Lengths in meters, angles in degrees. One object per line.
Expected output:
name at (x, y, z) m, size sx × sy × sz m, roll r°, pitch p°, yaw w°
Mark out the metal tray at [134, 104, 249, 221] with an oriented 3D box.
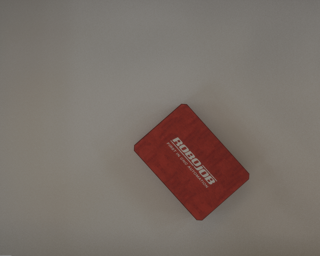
metal tray at (0.041, 0.044, 0.410) m, size 0.090 × 0.030 × 0.130 m, roll -42°, pitch 91°, yaw 0°
